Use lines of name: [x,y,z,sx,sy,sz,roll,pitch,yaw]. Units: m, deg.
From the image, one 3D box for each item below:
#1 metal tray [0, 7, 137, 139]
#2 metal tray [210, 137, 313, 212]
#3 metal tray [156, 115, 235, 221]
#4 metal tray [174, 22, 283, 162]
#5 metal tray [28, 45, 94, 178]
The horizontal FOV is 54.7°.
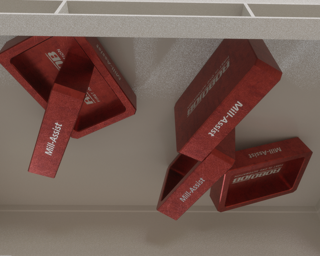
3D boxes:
metal tray: [-0.095,-0.053,0.344,0.090,0.030,0.130,-23,129,14]
metal tray: [0.140,0.067,0.439,0.131,0.030,0.089,-11,132,-13]
metal tray: [0.047,0.049,0.405,0.030,0.090,0.129,31,125,-8]
metal tray: [0.063,-0.037,0.335,0.030,0.090,0.129,24,126,-19]
metal tray: [-0.110,-0.017,0.350,0.030,0.090,0.129,19,127,-17]
